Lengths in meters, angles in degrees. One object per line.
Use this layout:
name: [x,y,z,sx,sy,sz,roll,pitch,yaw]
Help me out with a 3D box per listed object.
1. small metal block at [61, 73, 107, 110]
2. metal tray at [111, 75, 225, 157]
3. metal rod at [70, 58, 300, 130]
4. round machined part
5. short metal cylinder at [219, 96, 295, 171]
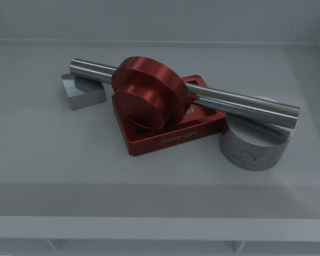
small metal block: [-0.111,-0.058,0.450,0.050,0.025,0.050,-17,52,-15]
metal tray: [0.010,-0.021,0.416,0.131,0.030,0.090,-15,52,-13]
metal rod: [0.015,-0.049,0.391,0.301,0.025,0.025,16,52,20]
round machined part: [-0.016,-0.033,0.367,0.098,0.098,0.042,22,61,17]
short metal cylinder: [0.118,0.006,0.384,0.081,0.050,0.080,0,50,0]
